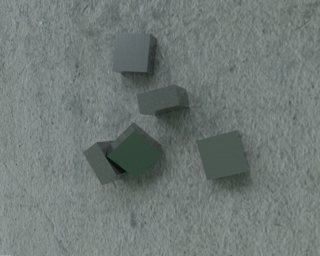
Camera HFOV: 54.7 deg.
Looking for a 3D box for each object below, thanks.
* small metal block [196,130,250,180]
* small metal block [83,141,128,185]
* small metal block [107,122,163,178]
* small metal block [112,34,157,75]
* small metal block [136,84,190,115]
[{"bbox_3d":[0.078,0.033,0.381,0.050,0.025,0.050,-17,85,19],"label":"small metal block"},{"bbox_3d":[-0.069,0.046,0.419,0.025,0.050,0.050,-37,79,16],"label":"small metal block"},{"bbox_3d":[-0.033,0.029,0.407,0.050,0.025,0.050,-42,113,14],"label":"small metal block"},{"bbox_3d":[-0.034,-0.100,0.420,0.050,0.025,0.050,6,92,19],"label":"small metal block"},{"bbox_3d":[0.005,-0.034,0.393,0.050,0.050,0.025,-12,86,19],"label":"small metal block"}]
